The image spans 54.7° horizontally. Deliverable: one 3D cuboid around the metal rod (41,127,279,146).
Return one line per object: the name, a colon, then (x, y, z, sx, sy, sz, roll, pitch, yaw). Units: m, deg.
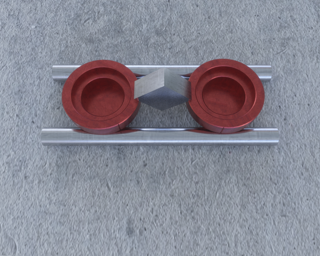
metal rod: (0.000, 0.011, 0.405, 0.302, 0.025, 0.025, 0, 70, 0)

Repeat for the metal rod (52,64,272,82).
metal rod: (0.003, -0.077, 0.437, 0.302, 0.025, 0.025, 0, 70, 0)

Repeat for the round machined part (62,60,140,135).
round machined part: (-0.074, -0.037, 0.409, 0.099, 0.042, 0.098, 0, 70, 0)

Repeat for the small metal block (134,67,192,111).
small metal block: (0.004, -0.047, 0.385, 0.050, 0.050, 0.025, -18, 63, 40)

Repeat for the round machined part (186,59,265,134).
round machined part: (0.083, -0.039, 0.409, 0.099, 0.042, 0.098, 0, 70, 0)
